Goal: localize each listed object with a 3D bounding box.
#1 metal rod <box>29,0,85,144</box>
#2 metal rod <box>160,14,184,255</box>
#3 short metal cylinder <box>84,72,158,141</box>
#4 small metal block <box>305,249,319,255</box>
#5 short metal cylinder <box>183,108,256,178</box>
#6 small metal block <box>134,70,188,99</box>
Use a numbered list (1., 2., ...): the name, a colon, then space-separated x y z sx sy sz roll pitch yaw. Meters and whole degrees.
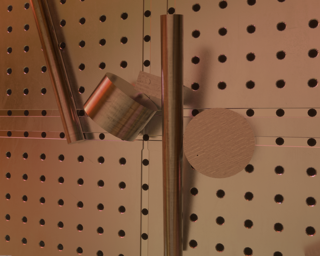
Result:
1. metal rod: -0.166 -0.121 0.470 0.025 0.025 0.299 -19 84 19
2. metal rod: 0.015 0.023 0.369 0.025 0.025 0.298 4 106 20
3. short metal cylinder: -0.050 -0.027 0.401 0.080 0.080 0.050 41 103 15
4. small metal block: 0.199 0.159 0.342 0.050 0.025 0.050 -32 80 17
5. short metal cylinder: 0.073 0.017 0.373 0.080 0.050 0.079 0 90 18
6. small metal block: 0.002 -0.051 0.398 0.050 0.050 0.025 21 97 19
